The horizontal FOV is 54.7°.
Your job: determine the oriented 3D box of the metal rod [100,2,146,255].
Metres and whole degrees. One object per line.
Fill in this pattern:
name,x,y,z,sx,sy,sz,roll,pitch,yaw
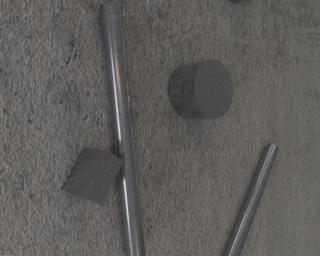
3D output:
metal rod,-0.043,0.008,0.368,0.025,0.025,0.298,-9,96,-40

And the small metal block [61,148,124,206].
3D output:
small metal block,-0.072,0.050,0.328,0.025,0.050,0.050,36,68,-35

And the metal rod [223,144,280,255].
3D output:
metal rod,0.144,0.157,0.525,0.025,0.025,0.300,44,64,-31

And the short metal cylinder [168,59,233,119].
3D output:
short metal cylinder,0.058,-0.053,0.437,0.081,0.050,0.079,0,90,-40

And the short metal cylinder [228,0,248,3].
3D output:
short metal cylinder,0.139,-0.251,0.504,0.081,0.050,0.079,0,90,-40
